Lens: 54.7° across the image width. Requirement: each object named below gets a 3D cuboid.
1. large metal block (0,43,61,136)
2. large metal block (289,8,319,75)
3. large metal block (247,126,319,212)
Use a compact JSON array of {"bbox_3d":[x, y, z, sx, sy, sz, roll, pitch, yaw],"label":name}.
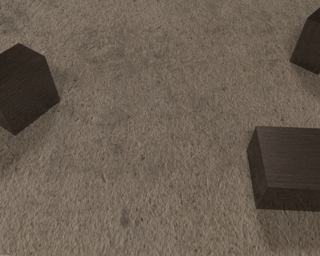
[{"bbox_3d":[-0.188,-0.051,0.408,0.050,0.080,0.080,28,55,21],"label":"large metal block"},{"bbox_3d":[0.262,-0.145,0.493,0.050,0.080,0.080,36,58,26],"label":"large metal block"},{"bbox_3d":[0.149,0.045,0.351,0.081,0.050,0.080,2,50,1],"label":"large metal block"}]
